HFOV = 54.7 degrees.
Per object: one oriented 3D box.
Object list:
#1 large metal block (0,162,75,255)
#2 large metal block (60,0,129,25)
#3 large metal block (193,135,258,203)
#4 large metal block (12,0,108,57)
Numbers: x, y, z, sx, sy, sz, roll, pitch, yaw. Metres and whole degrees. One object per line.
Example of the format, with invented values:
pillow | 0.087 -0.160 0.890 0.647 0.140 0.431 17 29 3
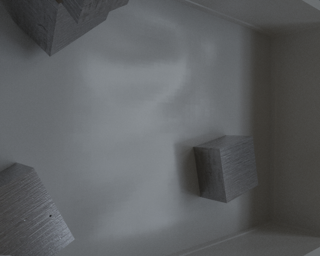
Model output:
large metal block | -0.138 0.088 0.275 0.081 0.050 0.080 -35 112 -35
large metal block | -0.054 -0.136 0.216 0.050 0.080 0.080 -36 89 -30
large metal block | 0.102 0.059 0.476 0.081 0.050 0.079 -15 100 -39
large metal block | -0.086 -0.125 0.289 0.050 0.080 0.080 45 60 -4
